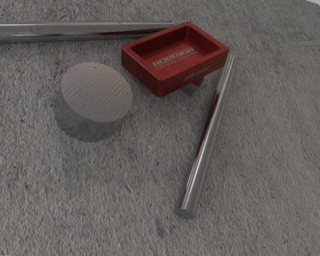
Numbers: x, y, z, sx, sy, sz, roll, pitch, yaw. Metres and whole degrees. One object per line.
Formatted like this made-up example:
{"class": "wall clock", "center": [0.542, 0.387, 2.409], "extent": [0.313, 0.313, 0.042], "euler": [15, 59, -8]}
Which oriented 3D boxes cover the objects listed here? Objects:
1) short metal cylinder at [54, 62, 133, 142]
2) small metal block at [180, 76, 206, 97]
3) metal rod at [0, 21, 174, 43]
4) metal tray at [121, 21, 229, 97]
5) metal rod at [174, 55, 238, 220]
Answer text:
{"class": "short metal cylinder", "center": [-0.079, -0.030, 0.363], "extent": [0.081, 0.050, 0.080], "euler": [14, 56, -21]}
{"class": "small metal block", "center": [0.042, -0.084, 0.478], "extent": [0.050, 0.025, 0.050], "euler": [36, 51, -4]}
{"class": "metal rod", "center": [-0.106, -0.135, 0.428], "extent": [0.303, 0.025, 0.025], "euler": [-14, 69, -34]}
{"class": "metal tray", "center": [0.022, -0.103, 0.443], "extent": [0.131, 0.030, 0.090], "euler": [-29, 58, -28]}
{"class": "metal rod", "center": [0.076, -0.009, 0.450], "extent": [0.025, 0.025, 0.301], "euler": [31, 52, -9]}
